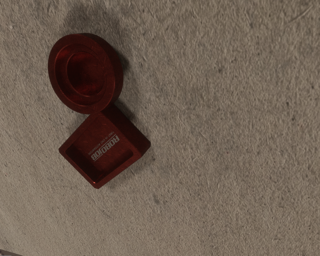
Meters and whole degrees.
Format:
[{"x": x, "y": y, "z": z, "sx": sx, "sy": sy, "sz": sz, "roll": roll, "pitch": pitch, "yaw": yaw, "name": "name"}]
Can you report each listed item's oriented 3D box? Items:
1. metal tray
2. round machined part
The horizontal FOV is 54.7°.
[{"x": -0.087, "y": 0.030, "z": 0.465, "sx": 0.090, "sy": 0.030, "sz": 0.129, "roll": 47, "pitch": 129, "yaw": -5, "name": "metal tray"}, {"x": -0.088, "y": -0.070, "z": 0.391, "sx": 0.098, "sy": 0.042, "sz": 0.097, "roll": 9, "pitch": 113, "yaw": 22, "name": "round machined part"}]
